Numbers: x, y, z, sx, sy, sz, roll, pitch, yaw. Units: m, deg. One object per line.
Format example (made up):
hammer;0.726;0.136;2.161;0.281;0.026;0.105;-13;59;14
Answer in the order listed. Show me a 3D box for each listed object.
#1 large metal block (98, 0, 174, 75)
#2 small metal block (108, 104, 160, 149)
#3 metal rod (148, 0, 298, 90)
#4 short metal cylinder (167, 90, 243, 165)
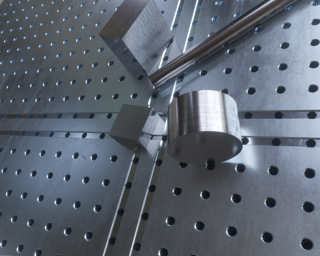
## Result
large metal block;-0.033;-0.143;0.476;0.050;0.080;0.080;23;74;36
small metal block;-0.035;-0.003;0.427;0.050;0.025;0.050;10;67;32
metal rod;0.116;-0.144;0.435;0.300;0.025;0.025;-32;52;7
short metal cylinder;0.048;0.002;0.346;0.080;0.080;0.050;-13;57;21
